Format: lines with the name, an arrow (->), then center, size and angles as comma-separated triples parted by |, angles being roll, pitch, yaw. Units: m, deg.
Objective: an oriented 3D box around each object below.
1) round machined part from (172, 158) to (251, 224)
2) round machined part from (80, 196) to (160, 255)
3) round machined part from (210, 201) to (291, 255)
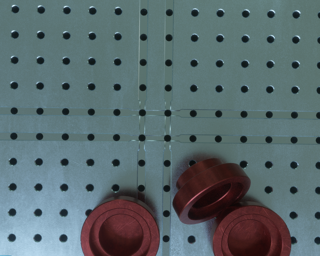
round machined part -> 0.059, 0.075, 0.388 | 0.098, 0.098, 0.042 | -30, 53, 0
round machined part -> -0.050, 0.137, 0.404 | 0.099, 0.042, 0.097 | 0, 90, -1
round machined part -> 0.115, 0.145, 0.406 | 0.099, 0.042, 0.097 | 0, 90, 0
